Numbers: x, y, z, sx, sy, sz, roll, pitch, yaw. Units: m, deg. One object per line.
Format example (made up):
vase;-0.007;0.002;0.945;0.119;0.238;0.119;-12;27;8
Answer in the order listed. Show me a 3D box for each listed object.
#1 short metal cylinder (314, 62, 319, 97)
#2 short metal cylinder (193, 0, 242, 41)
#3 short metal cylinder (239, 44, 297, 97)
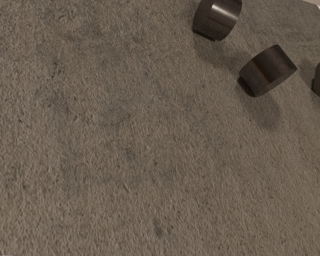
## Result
short metal cylinder;0.357;-0.100;0.626;0.080;0.080;0.050;34;51;-7
short metal cylinder;0.100;-0.202;0.548;0.050;0.080;0.080;20;54;-17
short metal cylinder;0.183;-0.096;0.529;0.081;0.080;0.050;-23;75;-37
